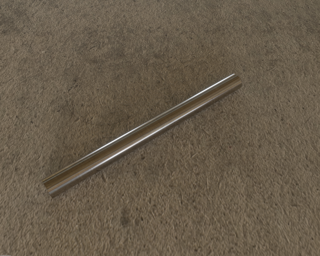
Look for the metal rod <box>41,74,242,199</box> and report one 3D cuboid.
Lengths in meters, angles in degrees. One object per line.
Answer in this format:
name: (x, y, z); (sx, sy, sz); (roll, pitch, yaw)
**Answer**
metal rod: (-0.006, -0.001, 0.406); (0.302, 0.025, 0.025); (-30, 57, -23)
